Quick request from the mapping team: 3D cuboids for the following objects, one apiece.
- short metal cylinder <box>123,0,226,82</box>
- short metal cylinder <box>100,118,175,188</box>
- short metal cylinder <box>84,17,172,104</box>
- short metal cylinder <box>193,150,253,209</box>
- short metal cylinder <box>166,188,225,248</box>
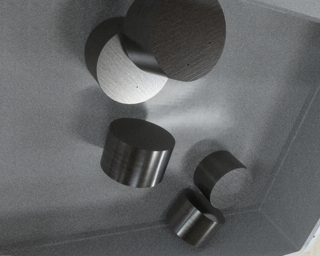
[{"bbox_3d":[0.013,-0.086,0.285,0.081,0.050,0.079,-11,112,-31],"label":"short metal cylinder"},{"bbox_3d":[-0.027,0.028,0.377,0.081,0.080,0.050,4,117,-31],"label":"short metal cylinder"},{"bbox_3d":[-0.034,-0.072,0.330,0.081,0.050,0.079,-14,125,-21],"label":"short metal cylinder"},{"bbox_3d":[0.102,0.083,0.502,0.081,0.050,0.079,-14,125,-21],"label":"short metal cylinder"},{"bbox_3d":[0.056,0.142,0.494,0.080,0.080,0.050,27,103,-38],"label":"short metal cylinder"}]
